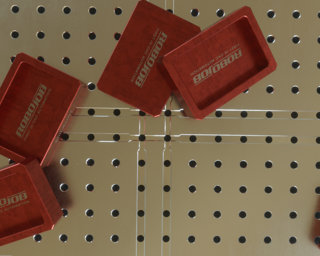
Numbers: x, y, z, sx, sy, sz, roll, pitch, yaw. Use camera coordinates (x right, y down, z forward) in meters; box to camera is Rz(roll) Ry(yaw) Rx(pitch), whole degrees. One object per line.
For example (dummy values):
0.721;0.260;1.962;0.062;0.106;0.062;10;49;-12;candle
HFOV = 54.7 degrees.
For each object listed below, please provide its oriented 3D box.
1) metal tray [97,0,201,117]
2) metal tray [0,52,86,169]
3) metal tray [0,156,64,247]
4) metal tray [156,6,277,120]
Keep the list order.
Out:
-0.014;-0.090;0.411;0.090;0.030;0.130;26;90;-1;metal tray
-0.168;-0.021;0.408;0.090;0.030;0.129;26;90;-1;metal tray
-0.201;0.099;0.390;0.130;0.030;0.090;-20;99;9;metal tray
0.073;-0.081;0.391;0.131;0.030;0.090;-34;105;-9;metal tray
